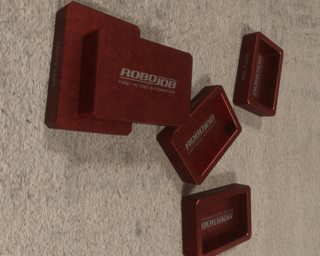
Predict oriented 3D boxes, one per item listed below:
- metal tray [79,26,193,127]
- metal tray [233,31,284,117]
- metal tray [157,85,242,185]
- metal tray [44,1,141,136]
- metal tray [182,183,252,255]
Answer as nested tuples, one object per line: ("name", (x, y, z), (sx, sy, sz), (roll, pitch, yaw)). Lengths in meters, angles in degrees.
("metal tray", (-0.021, -0.050, 0.346), (0.131, 0.030, 0.089), (5, 87, -40))
("metal tray", (0.178, -0.093, 0.553), (0.091, 0.030, 0.129), (18, 79, -39))
("metal tray", (0.063, 0.008, 0.456), (0.131, 0.030, 0.090), (-45, 118, -31))
("metal tray", (-0.071, -0.060, 0.343), (0.091, 0.030, 0.129), (8, 85, -40))
("metal tray", (0.092, 0.141, 0.481), (0.131, 0.030, 0.089), (-3, 92, -40))
